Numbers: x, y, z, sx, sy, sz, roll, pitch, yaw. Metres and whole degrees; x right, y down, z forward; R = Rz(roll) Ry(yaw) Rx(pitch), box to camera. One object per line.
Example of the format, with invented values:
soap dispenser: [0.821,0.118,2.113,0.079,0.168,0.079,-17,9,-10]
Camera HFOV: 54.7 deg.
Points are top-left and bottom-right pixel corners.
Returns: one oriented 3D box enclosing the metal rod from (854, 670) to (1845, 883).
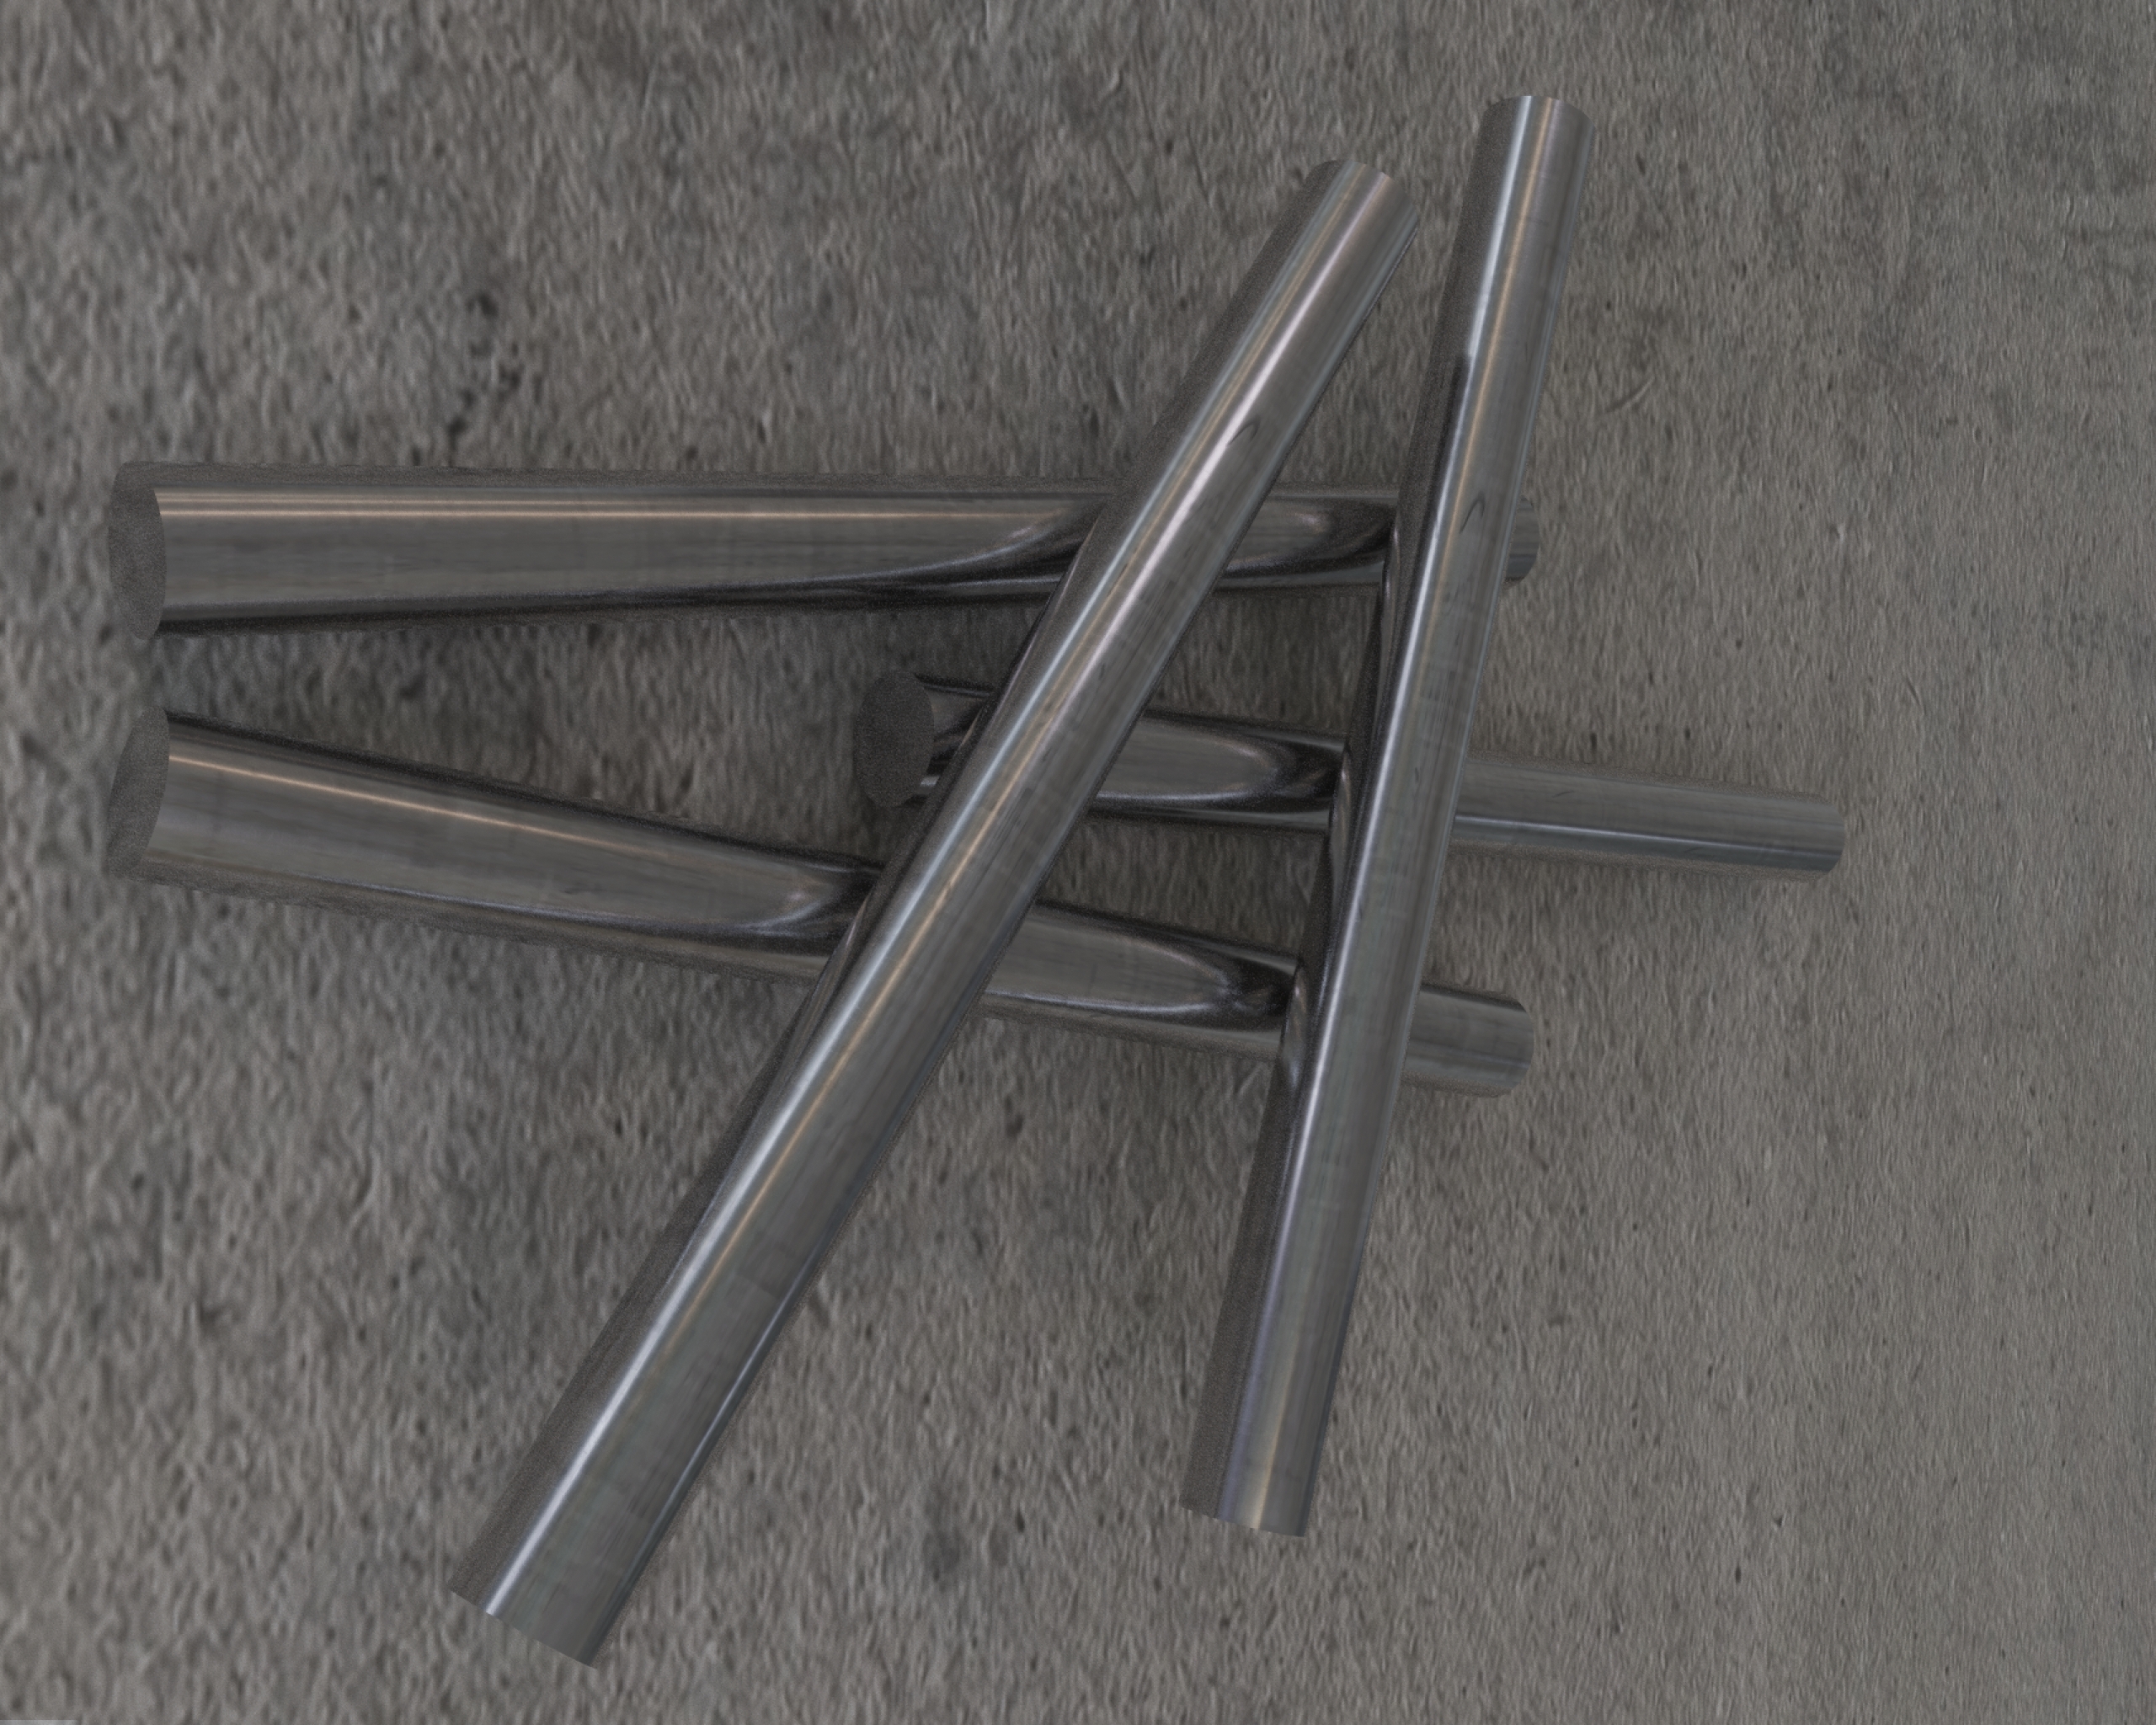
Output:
metal rod: [0.082,-0.015,0.473,0.302,0.025,0.025,4,88,-40]

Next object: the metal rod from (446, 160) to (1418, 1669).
metal rod: [-0.012,-0.010,0.360,0.025,0.025,0.300,44,64,-31]

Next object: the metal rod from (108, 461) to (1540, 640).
metal rod: [-0.017,-0.060,0.389,0.302,0.025,0.025,-8,95,-40]

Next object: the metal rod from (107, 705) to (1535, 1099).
metal rod: [-0.018,0.016,0.389,0.302,0.025,0.025,13,82,-39]

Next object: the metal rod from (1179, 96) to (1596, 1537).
metal rod: [0.066,-0.018,0.425,0.025,0.025,0.299,23,75,-38]
